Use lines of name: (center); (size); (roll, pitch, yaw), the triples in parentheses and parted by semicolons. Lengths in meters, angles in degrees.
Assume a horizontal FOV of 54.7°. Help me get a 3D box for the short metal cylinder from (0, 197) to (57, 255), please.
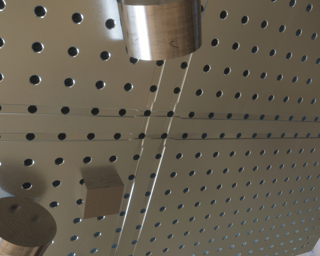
short metal cylinder: (-0.170, 0.126, 0.361); (0.080, 0.080, 0.050); (24, 105, -37)

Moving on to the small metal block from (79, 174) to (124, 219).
small metal block: (-0.081, 0.094, 0.425); (0.050, 0.025, 0.050); (-1, 119, -28)

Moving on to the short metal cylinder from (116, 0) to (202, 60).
short metal cylinder: (0.001, -0.107, 0.310); (0.081, 0.080, 0.050); (-19, 126, -17)
